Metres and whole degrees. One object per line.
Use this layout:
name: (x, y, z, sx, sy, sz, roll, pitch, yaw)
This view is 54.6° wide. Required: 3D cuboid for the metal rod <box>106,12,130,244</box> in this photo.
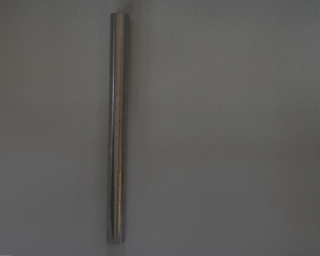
metal rod: (-0.056, 0.000, 0.411, 0.025, 0.025, 0.298, 1, 90, 0)
